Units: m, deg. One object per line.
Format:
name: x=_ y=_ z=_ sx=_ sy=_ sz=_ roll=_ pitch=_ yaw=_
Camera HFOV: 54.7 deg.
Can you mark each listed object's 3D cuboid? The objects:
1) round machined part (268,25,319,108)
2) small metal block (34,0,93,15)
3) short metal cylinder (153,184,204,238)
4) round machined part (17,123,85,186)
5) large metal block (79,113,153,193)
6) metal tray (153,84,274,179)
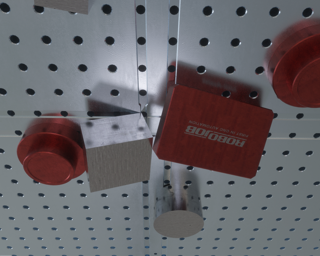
round machined part: x=0.178 y=-0.061 z=0.350 sx=0.099 sy=0.042 sz=0.097 roll=0 pitch=130 yaw=0
small metal block: x=-0.090 y=-0.140 z=0.291 sx=0.050 sy=0.025 sz=0.050 roll=8 pitch=130 yaw=-7
short metal cylinder: x=0.030 y=0.139 z=0.513 sx=0.081 sy=0.050 sz=0.079 roll=0 pitch=130 yaw=0
round machined part: x=-0.151 y=0.044 z=0.436 sx=0.099 sy=0.042 sz=0.097 roll=0 pitch=130 yaw=0
large metal block: x=-0.057 y=0.032 z=0.406 sx=0.081 sy=0.050 sz=0.079 roll=-9 pitch=133 yaw=-18
metal tray: x=0.065 y=0.005 z=0.383 sx=0.131 sy=0.030 sz=0.089 roll=14 pitch=96 yaw=-12
